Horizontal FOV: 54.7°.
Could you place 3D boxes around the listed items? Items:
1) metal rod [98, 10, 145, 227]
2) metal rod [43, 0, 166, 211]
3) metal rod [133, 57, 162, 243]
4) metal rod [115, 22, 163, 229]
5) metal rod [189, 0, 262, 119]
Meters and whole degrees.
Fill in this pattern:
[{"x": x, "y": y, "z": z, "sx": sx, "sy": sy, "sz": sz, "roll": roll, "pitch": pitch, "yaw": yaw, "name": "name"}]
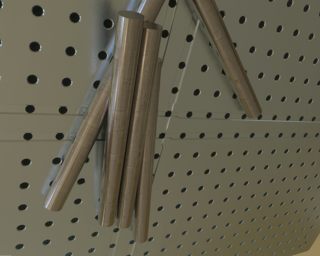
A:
[{"x": -0.053, "y": 0.016, "z": 0.369, "sx": 0.025, "sy": 0.025, "sz": 0.298, "roll": -7, "pitch": 129, "yaw": -25, "name": "metal rod"}, {"x": -0.068, "y": -0.027, "z": 0.358, "sx": 0.025, "sy": 0.025, "sz": 0.298, "roll": 18, "pitch": 109, "yaw": -36, "name": "metal rod"}, {"x": -0.021, "y": 0.049, "z": 0.431, "sx": 0.025, "sy": 0.025, "sz": 0.298, "roll": -10, "pitch": 123, "yaw": -24, "name": "metal rod"}, {"x": -0.033, "y": 0.020, "z": 0.389, "sx": 0.025, "sy": 0.025, "sz": 0.298, "roll": -7, "pitch": 127, "yaw": -25, "name": "metal rod"}, {"x": 0.072, "y": -0.114, "z": 0.381, "sx": 0.025, "sy": 0.025, "sz": 0.300, "roll": -40, "pitch": 130, "yaw": -1, "name": "metal rod"}]
